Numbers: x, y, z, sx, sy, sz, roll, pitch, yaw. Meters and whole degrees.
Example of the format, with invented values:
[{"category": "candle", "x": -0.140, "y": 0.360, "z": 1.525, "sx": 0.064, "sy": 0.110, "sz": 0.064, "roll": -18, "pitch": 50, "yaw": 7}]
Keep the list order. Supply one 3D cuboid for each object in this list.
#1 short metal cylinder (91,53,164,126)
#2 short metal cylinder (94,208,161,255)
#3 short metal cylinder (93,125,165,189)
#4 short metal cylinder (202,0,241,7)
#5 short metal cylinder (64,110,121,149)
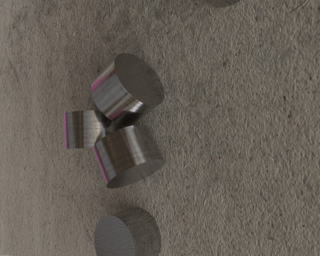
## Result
[{"category": "short metal cylinder", "x": -0.041, "y": -0.050, "z": 0.403, "sx": 0.050, "sy": 0.081, "sz": 0.080, "roll": -36, "pitch": 68, "yaw": 34}, {"category": "short metal cylinder", "x": -0.045, "y": 0.155, "z": 0.426, "sx": 0.080, "sy": 0.050, "sz": 0.080, "roll": 0, "pitch": 90, "yaw": 40}, {"category": "short metal cylinder", "x": -0.040, "y": 0.038, "z": 0.402, "sx": 0.080, "sy": 0.081, "sz": 0.050, "roll": -40, "pitch": 66, "yaw": 33}, {"category": "short metal cylinder", "x": 0.063, "y": -0.180, "z": 0.337, "sx": 0.080, "sy": 0.050, "sz": 0.080, "roll": 0, "pitch": 90, "yaw": 40}, {"category": "short metal cylinder", "x": -0.097, "y": 0.003, "z": 0.449, "sx": 0.080, "sy": 0.081, "sz": 0.050, "roll": -5, "pitch": 87, "yaw": 40}]
